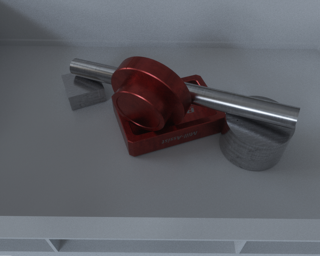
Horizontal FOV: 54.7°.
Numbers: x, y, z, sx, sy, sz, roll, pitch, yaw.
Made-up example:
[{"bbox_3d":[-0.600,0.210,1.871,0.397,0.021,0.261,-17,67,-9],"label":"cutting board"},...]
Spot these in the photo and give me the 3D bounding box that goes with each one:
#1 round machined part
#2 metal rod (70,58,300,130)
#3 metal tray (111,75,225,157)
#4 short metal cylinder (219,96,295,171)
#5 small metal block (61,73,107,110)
[{"bbox_3d":[-0.016,-0.033,0.367,0.098,0.098,0.042,22,61,17],"label":"round machined part"},{"bbox_3d":[0.015,-0.049,0.391,0.301,0.025,0.025,16,52,20],"label":"metal rod"},{"bbox_3d":[0.010,-0.021,0.416,0.131,0.030,0.090,-15,52,-13],"label":"metal tray"},{"bbox_3d":[0.118,0.006,0.384,0.081,0.050,0.080,0,50,0],"label":"short metal cylinder"},{"bbox_3d":[-0.111,-0.058,0.450,0.050,0.025,0.050,-17,52,-15],"label":"small metal block"}]
